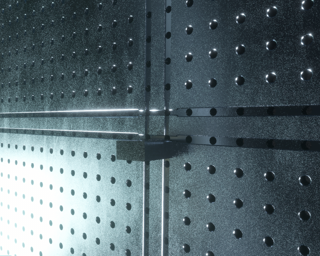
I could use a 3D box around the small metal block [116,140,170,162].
[{"bbox_3d":[-0.022,0.028,0.409,0.050,0.050,0.025,-1,89,39],"label":"small metal block"}]
